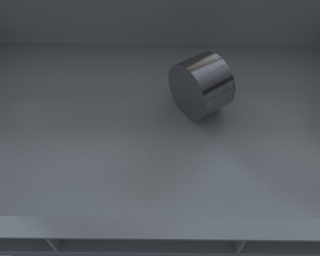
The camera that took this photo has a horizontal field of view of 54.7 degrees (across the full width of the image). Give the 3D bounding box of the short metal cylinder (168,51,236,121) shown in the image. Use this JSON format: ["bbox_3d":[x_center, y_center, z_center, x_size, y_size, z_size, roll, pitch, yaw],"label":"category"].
[{"bbox_3d":[0.055,-0.056,0.418,0.050,0.080,0.080,-27,56,-21],"label":"short metal cylinder"}]
